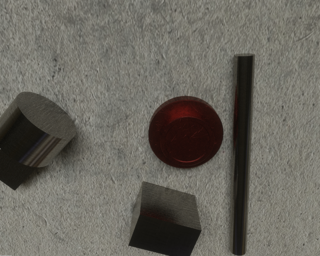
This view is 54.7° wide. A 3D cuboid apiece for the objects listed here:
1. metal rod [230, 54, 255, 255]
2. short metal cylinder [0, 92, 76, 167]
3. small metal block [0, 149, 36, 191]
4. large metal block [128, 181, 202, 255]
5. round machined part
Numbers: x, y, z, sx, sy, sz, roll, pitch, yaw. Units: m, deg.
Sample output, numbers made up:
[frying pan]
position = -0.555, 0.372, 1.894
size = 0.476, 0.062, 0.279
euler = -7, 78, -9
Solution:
[metal rod]
position = 0.112, 0.050, 0.429
size = 0.025, 0.025, 0.298
euler = -3, 110, 1
[short metal cylinder]
position = -0.152, 0.001, 0.379
size = 0.080, 0.080, 0.050
euler = 41, 105, -14
[small metal block]
position = -0.200, 0.049, 0.425
size = 0.050, 0.025, 0.050
euler = 42, 104, -14
[large metal block]
position = 0.006, 0.125, 0.427
size = 0.080, 0.080, 0.050
euler = 17, 109, -7
[round machined part]
position = 0.034, 0.010, 0.405
size = 0.099, 0.042, 0.097
euler = 0, 110, -1
